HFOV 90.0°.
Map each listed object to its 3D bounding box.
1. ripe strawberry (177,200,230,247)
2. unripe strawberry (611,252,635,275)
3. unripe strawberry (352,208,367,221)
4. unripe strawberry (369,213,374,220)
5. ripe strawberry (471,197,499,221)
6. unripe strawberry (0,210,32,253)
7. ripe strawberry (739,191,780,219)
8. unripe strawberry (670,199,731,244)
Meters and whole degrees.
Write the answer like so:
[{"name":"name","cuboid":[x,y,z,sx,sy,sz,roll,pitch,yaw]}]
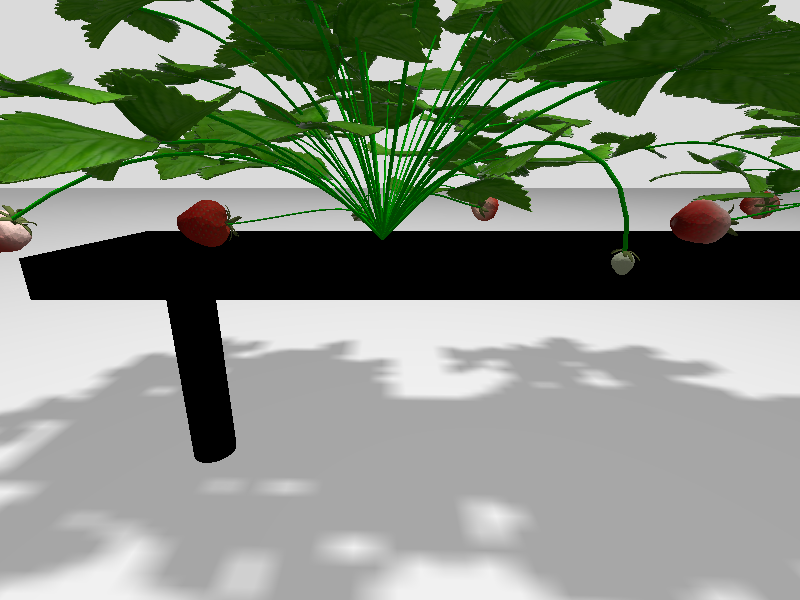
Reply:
[{"name":"ripe strawberry","cuboid":[-0.156,-0.060,0.316,0.038,0.037,0.035,-4,18,-11]},{"name":"unripe strawberry","cuboid":[0.105,-0.017,0.188,0.011,0.011,0.010,-12,21,-34]},{"name":"unripe strawberry","cuboid":[-0.048,-0.103,0.482,0.019,0.016,0.019,-4,10,-13]},{"name":"unripe strawberry","cuboid":[-0.039,-0.106,0.502,0.012,0.012,0.010,-2,17,-8]},{"name":"ripe strawberry","cuboid":[0.109,-0.119,0.507,0.034,0.036,0.037,12,20,34]},{"name":"unripe strawberry","cuboid":[-0.279,-0.047,0.281,0.028,0.029,0.026,-42,22,1]},{"name":"ripe strawberry","cuboid":[0.458,-0.122,0.513,0.039,0.035,0.035,2,17,7]},{"name":"unripe strawberry","cuboid":[0.237,-0.063,0.319,0.040,0.034,0.039,-3,17,-7]}]
